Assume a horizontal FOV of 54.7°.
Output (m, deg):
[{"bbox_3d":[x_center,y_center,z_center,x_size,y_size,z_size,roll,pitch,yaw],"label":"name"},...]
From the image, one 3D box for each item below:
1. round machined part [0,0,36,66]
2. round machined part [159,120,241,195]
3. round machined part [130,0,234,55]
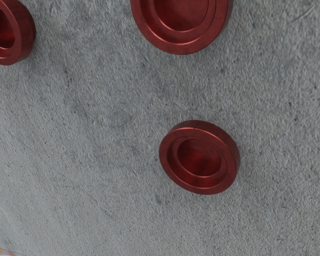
[{"bbox_3d":[-0.211,-0.138,0.422,0.098,0.042,0.097,13,124,21],"label":"round machined part"},{"bbox_3d":[0.052,0.032,0.389,0.098,0.042,0.097,13,124,21],"label":"round machined part"},{"bbox_3d":[0.024,-0.126,0.305,0.098,0.042,0.097,13,124,21],"label":"round machined part"}]
